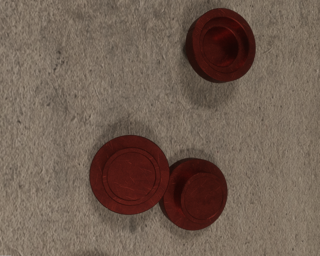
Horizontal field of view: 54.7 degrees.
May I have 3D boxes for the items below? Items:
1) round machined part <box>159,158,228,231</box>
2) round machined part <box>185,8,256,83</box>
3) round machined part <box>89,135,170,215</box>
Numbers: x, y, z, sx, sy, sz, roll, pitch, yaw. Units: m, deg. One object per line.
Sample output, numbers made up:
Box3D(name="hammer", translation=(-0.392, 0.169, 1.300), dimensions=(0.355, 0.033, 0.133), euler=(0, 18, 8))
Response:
Box3D(name="round machined part", translation=(0.050, 0.091, 0.420), dimensions=(0.099, 0.042, 0.097), euler=(0, 90, -21))
Box3D(name="round machined part", translation=(0.080, -0.111, 0.431), dimensions=(0.099, 0.042, 0.097), euler=(0, 90, -21))
Box3D(name="round machined part", translation=(-0.036, 0.057, 0.378), dimensions=(0.099, 0.042, 0.097), euler=(1, 86, -10))
